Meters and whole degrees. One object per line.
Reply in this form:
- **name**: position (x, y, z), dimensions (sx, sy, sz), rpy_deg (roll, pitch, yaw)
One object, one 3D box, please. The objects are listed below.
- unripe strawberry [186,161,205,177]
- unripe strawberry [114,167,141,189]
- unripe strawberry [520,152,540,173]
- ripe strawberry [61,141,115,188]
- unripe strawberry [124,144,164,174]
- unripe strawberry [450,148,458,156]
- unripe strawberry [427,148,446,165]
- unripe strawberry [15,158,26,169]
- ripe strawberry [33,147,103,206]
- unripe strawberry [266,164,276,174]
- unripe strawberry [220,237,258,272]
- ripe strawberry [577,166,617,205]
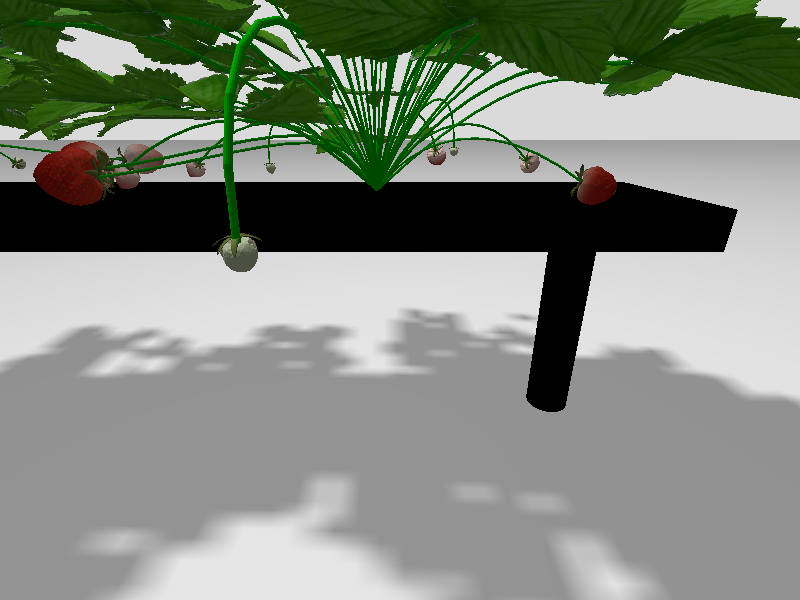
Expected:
- **unripe strawberry**: position (-0.218, -0.139, 0.426), dimensions (0.019, 0.019, 0.018), rpy_deg (-28, 6, 34)
- **unripe strawberry**: position (-0.234, -0.105, 0.343), dimensions (0.020, 0.019, 0.018), rpy_deg (29, 21, -10)
- **unripe strawberry**: position (0.151, -0.157, 0.460), dimensions (0.022, 0.023, 0.021), rpy_deg (2, 17, -41)
- **ripe strawberry**: position (-0.265, -0.110, 0.333), dimensions (0.042, 0.041, 0.039), rpy_deg (-1, 23, 0)
- **unripe strawberry**: position (-0.286, -0.158, 0.448), dimensions (0.037, 0.032, 0.037), rpy_deg (-14, 27, -31)
- **unripe strawberry**: position (0.070, -0.193, 0.522), dimensions (0.011, 0.010, 0.010), rpy_deg (10, 25, 22)
- **unripe strawberry**: position (0.051, -0.198, 0.555), dimensions (0.027, 0.024, 0.024), rpy_deg (7, -23, 15)
- **unripe strawberry**: position (-0.489, -0.175, 0.516), dimensions (0.013, 0.014, 0.014), rpy_deg (-2, 11, -5)
- **ripe strawberry**: position (-0.222, -0.083, 0.270), dimensions (0.035, 0.037, 0.033), rpy_deg (-8, 25, -17)
- **unripe strawberry**: position (-0.147, -0.150, 0.456), dimensions (0.011, 0.011, 0.010), rpy_deg (-21, 31, -40)
- **unripe strawberry**: position (-0.046, -0.013, 0.115), dimensions (0.011, 0.010, 0.010), rpy_deg (2, 23, 6)
- **ripe strawberry**: position (0.132, -0.076, 0.269), dimensions (0.024, 0.025, 0.022), rpy_deg (23, 30, 17)
